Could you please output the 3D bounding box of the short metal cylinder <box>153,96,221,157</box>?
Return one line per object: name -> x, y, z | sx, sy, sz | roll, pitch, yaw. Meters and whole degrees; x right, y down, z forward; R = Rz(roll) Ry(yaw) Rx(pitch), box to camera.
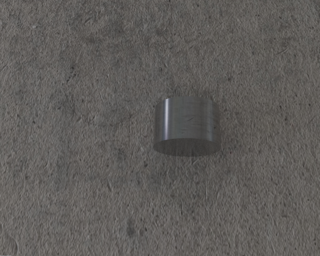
short metal cylinder -> 0.033, 0.001, 0.379 | 0.080, 0.080, 0.050 | 2, 70, 1
